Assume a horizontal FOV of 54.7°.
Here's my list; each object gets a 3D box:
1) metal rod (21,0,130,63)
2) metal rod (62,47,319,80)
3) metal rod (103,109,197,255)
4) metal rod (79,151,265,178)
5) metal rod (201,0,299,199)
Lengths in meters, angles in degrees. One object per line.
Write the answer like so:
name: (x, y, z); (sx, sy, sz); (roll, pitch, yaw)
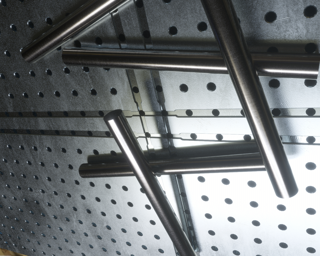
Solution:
metal rod: (-0.068, -0.142, 0.357); (0.300, 0.025, 0.025); (-18, 109, 34)
metal rod: (0.014, -0.077, 0.354); (0.301, 0.025, 0.025); (8, 122, 23)
metal rod: (-0.003, 0.103, 0.448); (0.025, 0.025, 0.299); (-6, 124, 30)
metal rod: (0.001, 0.055, 0.443); (0.300, 0.025, 0.025); (-7, 115, 31)
metal rod: (0.079, -0.057, 0.300); (0.025, 0.025, 0.299); (-14, 112, 33)
